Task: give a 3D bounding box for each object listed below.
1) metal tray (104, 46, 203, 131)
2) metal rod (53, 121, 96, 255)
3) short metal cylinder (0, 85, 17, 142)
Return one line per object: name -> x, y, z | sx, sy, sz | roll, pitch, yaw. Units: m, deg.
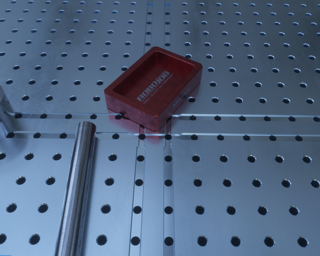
metal tray -> -0.007, -0.063, 0.457 | 0.090, 0.030, 0.131 | 27, 55, 20
metal rod -> -0.091, 0.114, 0.310 | 0.025, 0.025, 0.300 | -1, 50, -2
short metal cylinder -> -0.238, -0.020, 0.405 | 0.081, 0.050, 0.080 | 0, 50, 0
